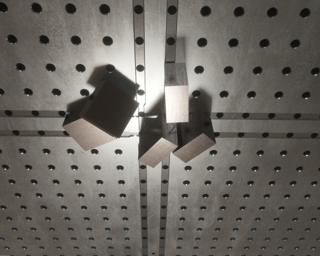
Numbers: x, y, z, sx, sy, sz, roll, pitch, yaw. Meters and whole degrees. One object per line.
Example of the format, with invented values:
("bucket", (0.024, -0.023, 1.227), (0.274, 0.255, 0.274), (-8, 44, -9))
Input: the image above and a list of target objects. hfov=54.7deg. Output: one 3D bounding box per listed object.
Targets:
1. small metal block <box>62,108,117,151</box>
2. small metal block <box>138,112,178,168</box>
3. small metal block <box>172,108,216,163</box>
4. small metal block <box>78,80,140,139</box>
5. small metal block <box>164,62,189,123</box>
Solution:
("small metal block", (-0.091, -0.002, 0.409), (0.050, 0.025, 0.050), (-21, 127, 16))
("small metal block", (-0.003, 0.016, 0.409), (0.025, 0.050, 0.050), (31, 124, -24))
("small metal block", (0.042, 0.010, 0.404), (0.050, 0.050, 0.025), (-37, 121, 27))
("small metal block", (-0.061, -0.022, 0.374), (0.050, 0.025, 0.050), (35, 77, -26))
("small metal block", (0.019, -0.041, 0.360), (0.025, 0.050, 0.050), (-3, 130, 2))
